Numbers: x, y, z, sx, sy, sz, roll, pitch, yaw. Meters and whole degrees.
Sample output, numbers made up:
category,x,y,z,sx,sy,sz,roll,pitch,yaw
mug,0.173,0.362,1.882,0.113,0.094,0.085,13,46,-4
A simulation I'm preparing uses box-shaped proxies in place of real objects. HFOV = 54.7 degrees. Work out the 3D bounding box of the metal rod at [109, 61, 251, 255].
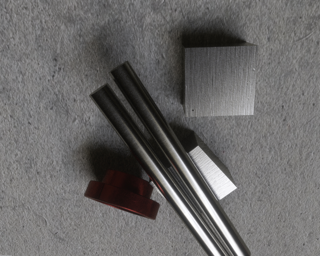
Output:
category,x,y,z,sx,sy,sz,roll,pitch,yaw
metal rod,0.033,0.054,0.377,0.025,0.025,0.299,-30,107,10

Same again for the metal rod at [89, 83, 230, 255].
category,x,y,z,sx,sy,sz,roll,pitch,yaw
metal rod,0.013,0.075,0.384,0.025,0.025,0.299,-31,107,10

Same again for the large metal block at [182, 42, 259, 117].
category,x,y,z,sx,sy,sz,roll,pitch,yaw
large metal block,0.069,-0.060,0.375,0.081,0.050,0.079,-2,110,0

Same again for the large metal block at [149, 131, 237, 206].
category,x,y,z,sx,sy,sz,roll,pitch,yaw
large metal block,0.043,0.065,0.421,0.080,0.050,0.080,-39,106,13

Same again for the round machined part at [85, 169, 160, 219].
category,x,y,z,sx,sy,sz,roll,pitch,yaw
round machined part,-0.046,0.086,0.412,0.099,0.098,0.042,21,72,-8
